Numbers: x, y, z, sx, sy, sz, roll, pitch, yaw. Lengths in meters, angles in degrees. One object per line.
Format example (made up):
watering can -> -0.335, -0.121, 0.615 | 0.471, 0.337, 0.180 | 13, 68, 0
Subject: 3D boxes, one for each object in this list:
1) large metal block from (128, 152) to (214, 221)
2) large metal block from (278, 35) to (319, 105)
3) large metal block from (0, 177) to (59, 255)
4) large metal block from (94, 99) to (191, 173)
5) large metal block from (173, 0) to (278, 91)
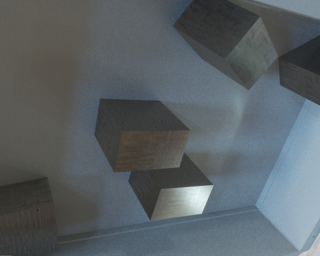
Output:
large metal block -> 0.012, 0.077, 0.429 | 0.081, 0.080, 0.050 | 2, 117, -30
large metal block -> 0.234, -0.086, 0.451 | 0.080, 0.080, 0.050 | -29, 129, -10
large metal block -> -0.170, 0.113, 0.370 | 0.081, 0.050, 0.079 | -9, 122, -24
large metal block -> -0.024, 0.006, 0.365 | 0.081, 0.080, 0.050 | -1, 119, -29
large metal block -> 0.074, -0.096, 0.343 | 0.050, 0.080, 0.080 | -51, 145, 8
